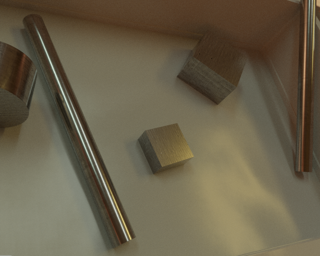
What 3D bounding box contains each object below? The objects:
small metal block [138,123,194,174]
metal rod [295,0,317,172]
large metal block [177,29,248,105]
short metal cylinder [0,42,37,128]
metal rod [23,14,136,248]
[{"bbox_3d":[0.007,0.025,0.396,0.050,0.025,0.050,-13,69,-34],"label":"small metal block"},{"bbox_3d":[0.241,-0.078,0.509,0.025,0.025,0.298,8,83,-25],"label":"metal rod"},{"bbox_3d":[0.085,-0.098,0.497,0.080,0.050,0.080,34,51,-7],"label":"large metal block"},{"bbox_3d":[-0.168,-0.042,0.306,0.081,0.080,0.050,12,57,-23],"label":"short metal cylinder"},{"bbox_3d":[-0.100,-0.011,0.358,0.025,0.025,0.299,-15,70,-34],"label":"metal rod"}]
